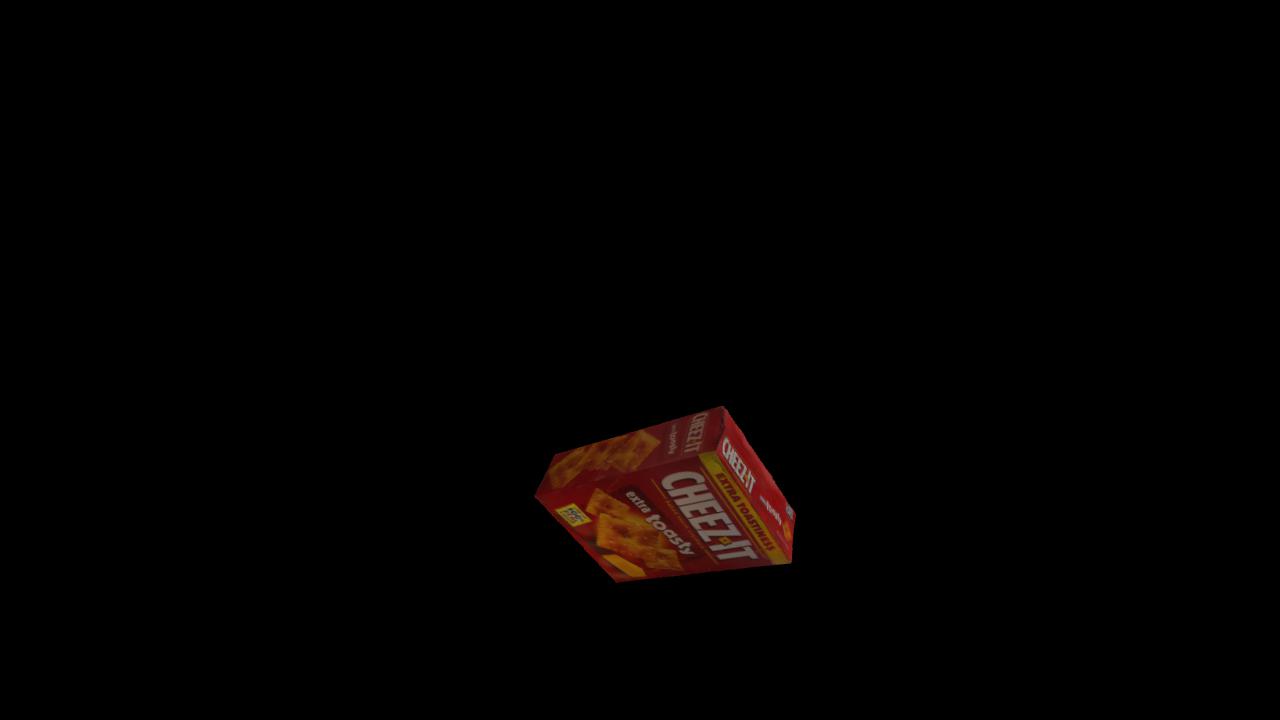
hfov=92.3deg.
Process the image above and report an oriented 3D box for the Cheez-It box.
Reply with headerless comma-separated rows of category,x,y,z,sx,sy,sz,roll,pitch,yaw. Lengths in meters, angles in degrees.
Cheez-It box,0.027,0.152,0.645,0.223,0.166,0.071,-19,31,30
